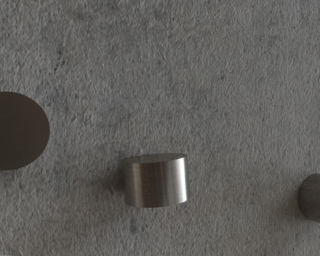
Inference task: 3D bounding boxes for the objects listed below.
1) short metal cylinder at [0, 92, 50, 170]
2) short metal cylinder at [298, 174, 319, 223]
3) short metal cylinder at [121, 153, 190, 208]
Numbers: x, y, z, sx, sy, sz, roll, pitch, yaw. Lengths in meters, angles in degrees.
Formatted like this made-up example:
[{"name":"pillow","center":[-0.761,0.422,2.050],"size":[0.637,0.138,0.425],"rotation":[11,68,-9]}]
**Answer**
[{"name":"short metal cylinder","center":[-0.163,0.003,0.336],"size":[0.081,0.050,0.079],"rotation":[0,90,-21]},{"name":"short metal cylinder","center":[0.273,0.117,0.499],"size":[0.081,0.050,0.079],"rotation":[0,90,-21]},{"name":"short metal cylinder","center":[-0.005,0.061,0.379],"size":[0.081,0.080,0.050],"rotation":[-5,92,-20]}]
